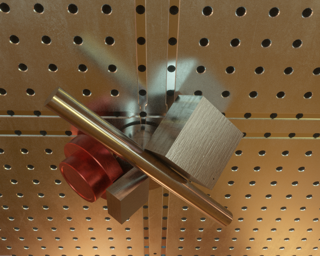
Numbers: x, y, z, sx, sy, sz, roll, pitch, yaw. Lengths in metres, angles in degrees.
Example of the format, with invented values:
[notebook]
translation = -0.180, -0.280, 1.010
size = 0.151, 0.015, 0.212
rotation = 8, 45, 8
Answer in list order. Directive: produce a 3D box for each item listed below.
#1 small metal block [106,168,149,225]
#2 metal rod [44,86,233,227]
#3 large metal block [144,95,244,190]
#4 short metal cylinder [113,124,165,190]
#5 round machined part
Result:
[small metal block]
translation = -0.040, 0.086, 0.395
size = 0.025, 0.050, 0.050
rotation = 31, 137, 28
[metal rod]
translation = -0.006, 0.050, 0.384
size = 0.025, 0.025, 0.301
rotation = -36, 122, 26
[large metal block]
translation = 0.042, 0.016, 0.376
size = 0.080, 0.050, 0.080
rotation = 39, 77, -28
[short metal cylinder]
translation = -0.024, 0.041, 0.425
size = 0.081, 0.050, 0.079
rotation = 0, 130, 0
[round machined part]
translation = -0.095, 0.060, 0.412
size = 0.098, 0.042, 0.097
rotation = 28, 141, 26
